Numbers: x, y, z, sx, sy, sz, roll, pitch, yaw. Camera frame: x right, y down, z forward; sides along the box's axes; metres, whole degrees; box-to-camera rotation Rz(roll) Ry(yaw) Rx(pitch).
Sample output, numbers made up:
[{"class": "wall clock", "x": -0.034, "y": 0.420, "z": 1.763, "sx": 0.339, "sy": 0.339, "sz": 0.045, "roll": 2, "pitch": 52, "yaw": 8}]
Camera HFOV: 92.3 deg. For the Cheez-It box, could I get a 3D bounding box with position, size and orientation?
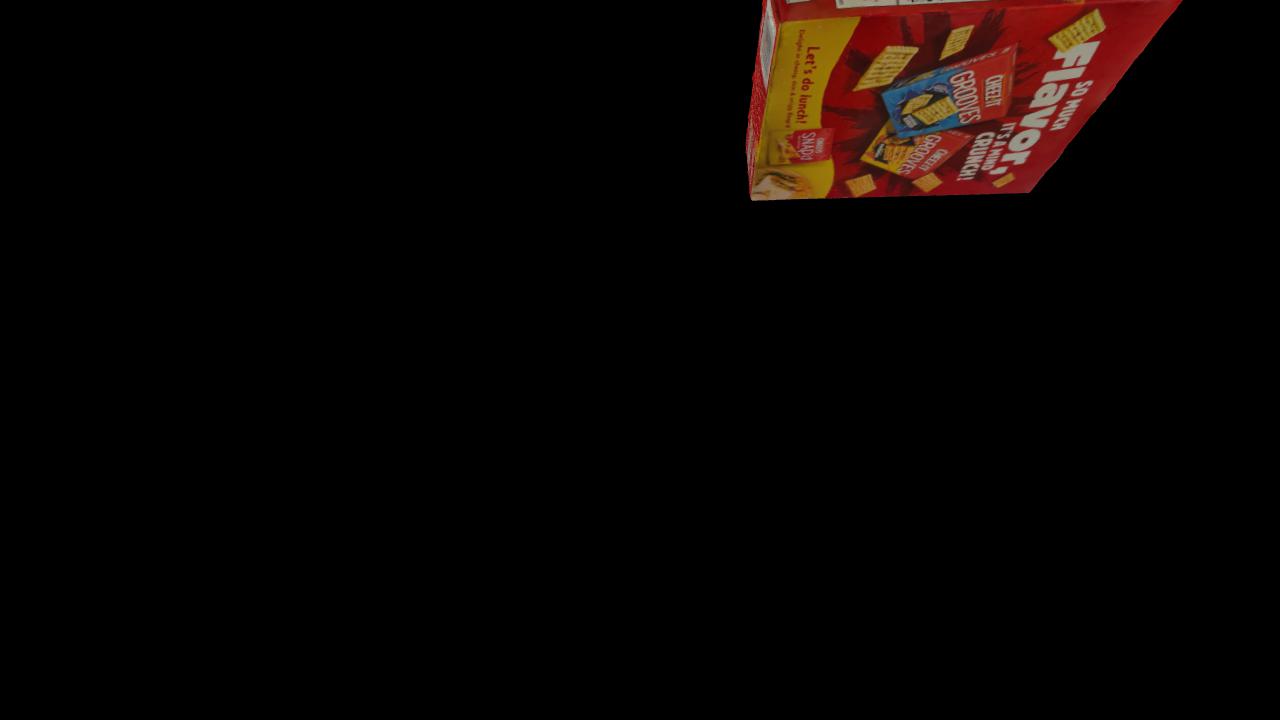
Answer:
[{"class": "Cheez-It box", "x": 0.191, "y": -0.187, "z": 0.421, "sx": 0.223, "sy": 0.071, "sz": 0.166, "roll": -1, "pitch": -23, "yaw": 4}]
